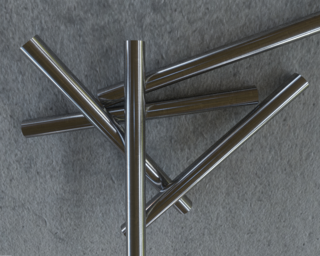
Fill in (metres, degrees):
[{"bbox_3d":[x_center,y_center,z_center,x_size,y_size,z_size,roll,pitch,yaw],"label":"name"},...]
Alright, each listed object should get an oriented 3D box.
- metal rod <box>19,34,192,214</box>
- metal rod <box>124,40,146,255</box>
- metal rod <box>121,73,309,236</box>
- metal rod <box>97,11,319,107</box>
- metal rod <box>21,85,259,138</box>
[{"bbox_3d":[-0.051,0.013,0.389,0.025,0.025,0.300,-35,116,12],"label":"metal rod"},{"bbox_3d":[-0.030,0.048,0.376,0.025,0.025,0.298,0,97,-1],"label":"metal rod"},{"bbox_3d":[0.067,0.040,0.402,0.300,0.025,0.025,-42,105,4],"label":"metal rod"},{"bbox_3d":[0.067,-0.085,0.379,0.301,0.025,0.025,-19,109,6],"label":"metal rod"},{"bbox_3d":[-0.027,-0.021,0.401,0.302,0.025,0.025,-8,110,2],"label":"metal rod"}]
